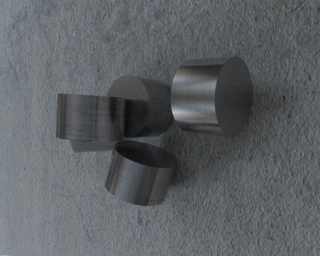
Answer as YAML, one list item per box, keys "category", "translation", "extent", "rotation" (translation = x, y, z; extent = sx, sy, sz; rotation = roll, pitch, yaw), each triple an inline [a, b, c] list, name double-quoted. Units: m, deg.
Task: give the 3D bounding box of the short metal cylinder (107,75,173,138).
- category: "short metal cylinder"
  translation: [-0.027, -0.027, 0.411]
  extent: [0.080, 0.050, 0.080]
  rotation: [0, 90, 40]

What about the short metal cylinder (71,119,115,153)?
- category: "short metal cylinder"
  translation: [-0.099, -0.005, 0.454]
  extent: [0.080, 0.050, 0.079]
  rotation: [4, 95, 60]

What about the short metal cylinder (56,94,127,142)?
- category: "short metal cylinder"
  translation: [-0.082, -0.013, 0.371]
  extent: [0.080, 0.081, 0.050]
  rotation: [7, 95, 40]

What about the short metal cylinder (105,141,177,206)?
- category: "short metal cylinder"
  translation: [-0.024, 0.054, 0.389]
  extent: [0.080, 0.081, 0.050]
  rotation: [27, 107, 36]

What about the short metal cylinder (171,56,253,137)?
- category: "short metal cylinder"
  translation: [0.056, -0.033, 0.323]
  extent: [0.050, 0.081, 0.079]
  rotation: [6, 94, 40]
